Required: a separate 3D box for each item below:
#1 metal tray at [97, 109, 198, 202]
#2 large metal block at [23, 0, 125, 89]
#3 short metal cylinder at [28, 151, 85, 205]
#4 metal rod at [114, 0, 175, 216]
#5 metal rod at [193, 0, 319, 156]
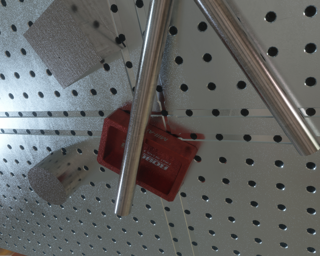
[{"bbox_3d":[-0.023,0.040,0.442,0.130,0.030,0.089,27,128,11],"label":"metal tray"},{"bbox_3d":[-0.106,-0.107,0.383,0.080,0.050,0.080,-25,105,36],"label":"large metal block"},{"bbox_3d":[-0.181,0.087,0.541,0.080,0.050,0.079,13,124,20],"label":"short metal cylinder"},{"bbox_3d":[-0.024,-0.014,0.381,0.025,0.025,0.298,20,116,16],"label":"metal rod"},{"bbox_3d":[0.074,-0.094,0.313,0.025,0.025,0.300,-30,102,37],"label":"metal rod"}]
